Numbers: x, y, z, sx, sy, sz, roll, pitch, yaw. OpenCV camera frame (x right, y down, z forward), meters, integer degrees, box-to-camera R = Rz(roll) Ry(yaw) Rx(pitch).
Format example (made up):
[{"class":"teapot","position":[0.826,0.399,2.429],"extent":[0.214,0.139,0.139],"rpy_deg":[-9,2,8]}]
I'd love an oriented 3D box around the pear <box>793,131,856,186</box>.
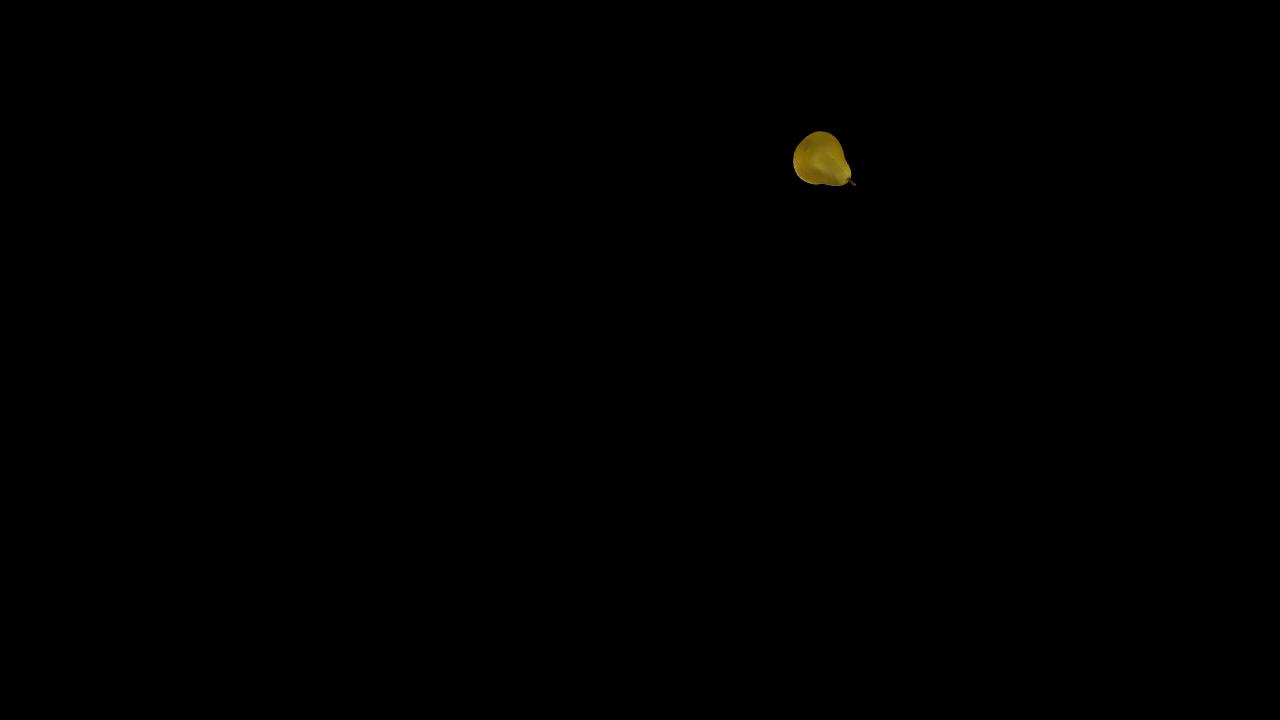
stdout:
[{"class":"pear","position":[0.290,-0.296,0.940],"extent":[0.111,0.080,0.080],"rpy_deg":[47,17,17]}]
